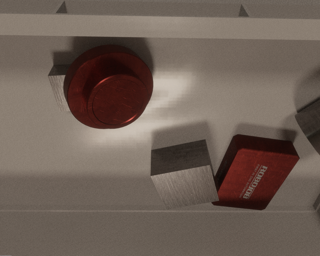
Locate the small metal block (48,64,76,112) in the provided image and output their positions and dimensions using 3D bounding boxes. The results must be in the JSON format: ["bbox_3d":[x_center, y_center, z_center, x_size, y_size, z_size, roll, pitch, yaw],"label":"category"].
[{"bbox_3d":[-0.098,-0.048,0.367,0.050,0.025,0.050,-3,130,2],"label":"small metal block"}]

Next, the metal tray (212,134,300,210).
[{"bbox_3d":[0.137,0.071,0.469,0.091,0.030,0.129,8,130,-7],"label":"metal tray"}]

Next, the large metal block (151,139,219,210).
[{"bbox_3d":[0.037,0.069,0.452,0.080,0.050,0.080,-12,129,9],"label":"large metal block"}]

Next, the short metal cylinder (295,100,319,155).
[{"bbox_3d":[0.212,0.003,0.379,0.080,0.080,0.050,37,121,-27],"label":"short metal cylinder"}]

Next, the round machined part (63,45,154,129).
[{"bbox_3d":[-0.052,-0.038,0.342,0.099,0.042,0.097,-16,132,-19],"label":"round machined part"}]
